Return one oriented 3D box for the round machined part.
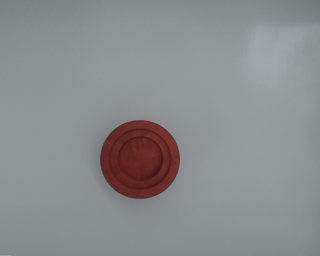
[{"bbox_3d":[-0.025,0.039,0.403,0.099,0.042,0.097,0,90,-1],"label":"round machined part"}]
